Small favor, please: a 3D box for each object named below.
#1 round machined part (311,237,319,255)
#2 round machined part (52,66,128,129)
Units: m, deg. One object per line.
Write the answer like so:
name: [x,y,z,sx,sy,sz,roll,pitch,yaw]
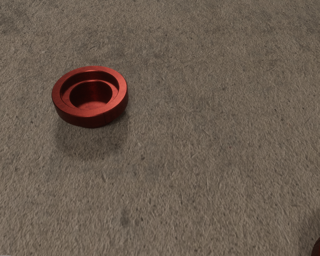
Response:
round machined part: [0.187,0.137,0.280,0.099,0.042,0.098,0,50,0]
round machined part: [-0.092,-0.038,0.423,0.099,0.042,0.098,0,50,0]
